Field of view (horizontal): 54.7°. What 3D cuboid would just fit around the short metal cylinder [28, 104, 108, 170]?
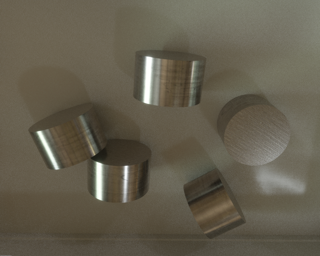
[{"bbox_3d":[-0.112,0.009,0.384,0.080,0.080,0.050,-17,109,6],"label":"short metal cylinder"}]

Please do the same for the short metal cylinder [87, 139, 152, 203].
[{"bbox_3d":[-0.053,0.053,0.401,0.081,0.080,0.050,4,110,-2],"label":"short metal cylinder"}]

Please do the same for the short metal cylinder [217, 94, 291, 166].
[{"bbox_3d":[0.118,0.001,0.399,0.081,0.050,0.079,0,110,0],"label":"short metal cylinder"}]

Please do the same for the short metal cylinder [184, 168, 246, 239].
[{"bbox_3d":[0.074,0.101,0.420,0.050,0.080,0.080,-29,108,10],"label":"short metal cylinder"}]

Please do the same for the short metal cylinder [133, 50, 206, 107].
[{"bbox_3d":[0.010,-0.060,0.360,0.081,0.080,0.050,4,110,-2],"label":"short metal cylinder"}]
